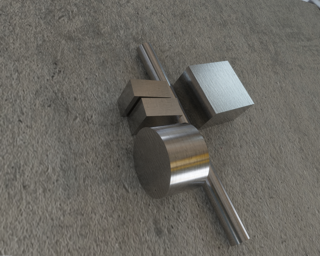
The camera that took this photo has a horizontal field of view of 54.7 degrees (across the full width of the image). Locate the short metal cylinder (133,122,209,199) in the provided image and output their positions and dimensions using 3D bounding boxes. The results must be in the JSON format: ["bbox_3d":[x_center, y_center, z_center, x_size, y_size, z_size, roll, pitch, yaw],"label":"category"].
[{"bbox_3d":[0.011,0.036,0.354,0.050,0.080,0.080,-8,66,-32],"label":"short metal cylinder"}]

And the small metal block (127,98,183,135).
[{"bbox_3d":[-0.007,-0.014,0.394,0.050,0.050,0.025,-3,64,-30],"label":"small metal block"}]

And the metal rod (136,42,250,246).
[{"bbox_3d":[0.037,0.009,0.419,0.025,0.025,0.299,-13,68,-34],"label":"metal rod"}]

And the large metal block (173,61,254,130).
[{"bbox_3d":[0.079,-0.050,0.463,0.081,0.050,0.080,-15,70,-34],"label":"large metal block"}]

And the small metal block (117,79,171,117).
[{"bbox_3d":[-0.022,-0.037,0.400,0.050,0.050,0.025,-1,63,-29],"label":"small metal block"}]
